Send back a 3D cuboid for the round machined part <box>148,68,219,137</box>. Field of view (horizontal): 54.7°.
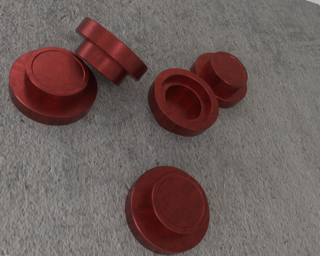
[{"bbox_3d":[0.028,-0.031,0.427,0.099,0.042,0.098,14,56,-21],"label":"round machined part"}]

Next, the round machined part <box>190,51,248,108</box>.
[{"bbox_3d":[0.101,-0.084,0.498,0.099,0.042,0.098,14,56,-21],"label":"round machined part"}]

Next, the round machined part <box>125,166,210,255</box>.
[{"bbox_3d":[0.014,0.087,0.347,0.099,0.042,0.098,14,56,-21],"label":"round machined part"}]

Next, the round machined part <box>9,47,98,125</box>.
[{"bbox_3d":[-0.121,-0.055,0.361,0.099,0.042,0.098,14,56,-21],"label":"round machined part"}]

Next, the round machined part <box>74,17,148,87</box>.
[{"bbox_3d":[-0.066,-0.089,0.388,0.098,0.098,0.042,39,91,-2],"label":"round machined part"}]
